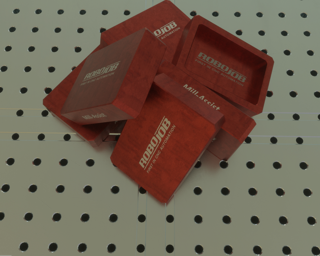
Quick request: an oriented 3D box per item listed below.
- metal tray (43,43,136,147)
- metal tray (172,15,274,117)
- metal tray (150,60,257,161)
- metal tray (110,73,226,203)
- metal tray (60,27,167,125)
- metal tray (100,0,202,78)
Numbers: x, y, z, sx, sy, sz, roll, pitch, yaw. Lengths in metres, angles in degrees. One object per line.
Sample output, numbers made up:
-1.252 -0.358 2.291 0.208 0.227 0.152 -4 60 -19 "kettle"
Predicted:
-0.081 -0.050 0.427 0.090 0.030 0.130 37 74 11 "metal tray"
0.084 -0.079 0.413 0.131 0.030 0.090 24 71 -15 "metal tray"
0.045 -0.018 0.383 0.130 0.090 0.030 37 74 12 "metal tray"
0.003 0.015 0.355 0.090 0.129 0.030 37 35 12 "metal tray"
-0.057 -0.052 0.350 0.030 0.130 0.090 34 67 -33 "metal tray"
-0.006 -0.118 0.433 0.131 0.030 0.090 -38 77 -27 "metal tray"
